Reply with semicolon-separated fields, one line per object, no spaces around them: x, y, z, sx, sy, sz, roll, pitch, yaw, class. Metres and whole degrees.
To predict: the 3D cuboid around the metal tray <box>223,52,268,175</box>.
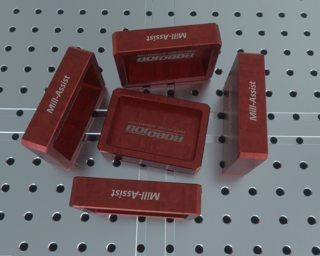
0.102;-0.015;0.383;0.030;0.090;0.130;4;70;1;metal tray

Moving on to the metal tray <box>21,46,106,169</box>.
-0.112;-0.022;0.385;0.030;0.090;0.130;17;71;6;metal tray

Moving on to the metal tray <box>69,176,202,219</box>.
-0.024;0.081;0.348;0.131;0.090;0.030;3;70;1;metal tray

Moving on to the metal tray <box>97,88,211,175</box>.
-0.006;0.003;0.407;0.131;0.030;0.090;11;70;3;metal tray

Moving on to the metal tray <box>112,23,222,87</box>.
0.008;-0.093;0.411;0.131;0.090;0.030;-6;70;-2;metal tray
